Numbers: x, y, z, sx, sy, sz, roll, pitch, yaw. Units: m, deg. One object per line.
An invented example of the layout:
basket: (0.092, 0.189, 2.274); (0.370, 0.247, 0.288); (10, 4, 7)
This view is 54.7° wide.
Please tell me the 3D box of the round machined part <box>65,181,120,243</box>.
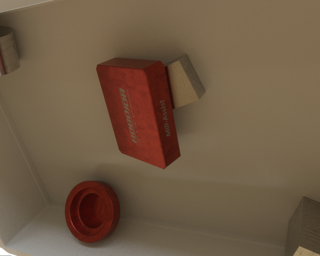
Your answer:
round machined part: (-0.107, 0.137, 0.517); (0.098, 0.042, 0.097); (-4, 81, 26)

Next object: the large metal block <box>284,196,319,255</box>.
large metal block: (0.194, 0.137, 0.356); (0.080, 0.080, 0.050); (21, 126, 15)

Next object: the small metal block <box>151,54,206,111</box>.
small metal block: (0.018, -0.052, 0.366); (0.050, 0.025, 0.050); (-18, 109, 35)

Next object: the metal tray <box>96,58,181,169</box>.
metal tray: (-0.026, -0.019, 0.389); (0.090, 0.030, 0.129); (15, 127, 42)

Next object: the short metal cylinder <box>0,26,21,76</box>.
short metal cylinder: (-0.243, -0.108, 0.432); (0.080, 0.080, 0.050); (14, 124, 20)
